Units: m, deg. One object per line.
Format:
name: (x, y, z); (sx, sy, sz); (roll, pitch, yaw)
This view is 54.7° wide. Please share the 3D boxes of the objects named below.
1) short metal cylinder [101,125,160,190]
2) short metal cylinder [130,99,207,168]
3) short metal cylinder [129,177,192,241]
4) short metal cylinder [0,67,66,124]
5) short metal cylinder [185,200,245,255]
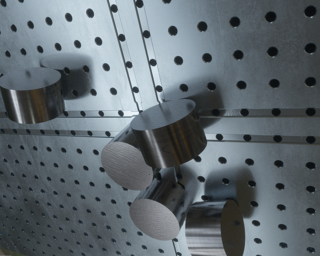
short metal cylinder: (-0.035, 0.041, 0.437); (0.080, 0.050, 0.079); (13, 124, 20)
short metal cylinder: (0.011, 0.005, 0.372); (0.080, 0.080, 0.050); (-6, 115, 31)
short metal cylinder: (0.001, 0.122, 0.469); (0.080, 0.050, 0.079); (13, 124, 20)
short metal cylinder: (-0.178, -0.048, 0.438); (0.080, 0.080, 0.050); (15, 124, 19)
short metal cylinder: (0.077, 0.140, 0.421); (0.050, 0.080, 0.080); (-13, 112, 33)
